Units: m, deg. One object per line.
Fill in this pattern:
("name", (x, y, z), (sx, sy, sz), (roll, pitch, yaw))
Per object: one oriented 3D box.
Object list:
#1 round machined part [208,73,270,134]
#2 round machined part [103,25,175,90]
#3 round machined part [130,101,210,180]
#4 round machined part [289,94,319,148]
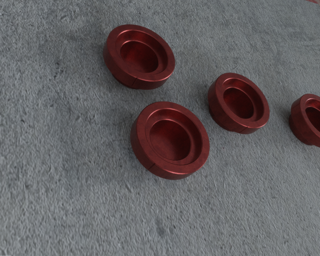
("round machined part", (0.115, -0.033, 0.474), (0.099, 0.042, 0.098), (14, 56, -21))
("round machined part", (-0.032, -0.093, 0.432), (0.099, 0.042, 0.098), (14, 56, -21))
("round machined part", (0.009, 0.019, 0.386), (0.099, 0.042, 0.098), (14, 56, -21))
("round machined part", (0.267, -0.008, 0.541), (0.099, 0.042, 0.098), (14, 56, -21))
